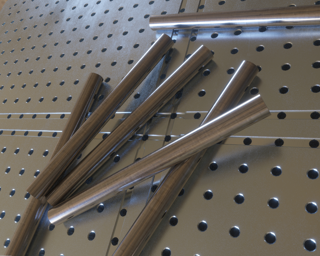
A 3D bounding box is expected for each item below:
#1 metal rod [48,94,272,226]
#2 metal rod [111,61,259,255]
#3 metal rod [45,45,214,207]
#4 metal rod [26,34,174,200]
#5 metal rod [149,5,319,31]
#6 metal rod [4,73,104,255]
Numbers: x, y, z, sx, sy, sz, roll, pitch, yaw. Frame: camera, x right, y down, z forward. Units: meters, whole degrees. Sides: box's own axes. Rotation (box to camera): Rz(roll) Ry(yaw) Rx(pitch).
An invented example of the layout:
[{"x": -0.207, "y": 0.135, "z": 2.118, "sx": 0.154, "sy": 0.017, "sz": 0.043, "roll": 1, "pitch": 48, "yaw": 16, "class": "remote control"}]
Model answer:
[{"x": -0.016, "y": 0.047, "z": 0.363, "sx": 0.300, "sy": 0.025, "sz": 0.025, "roll": -30, "pitch": 51, "yaw": 19, "class": "metal rod"}, {"x": 0.030, "y": 0.043, "z": 0.366, "sx": 0.025, "sy": 0.025, "sz": 0.300, "roll": 26, "pitch": 76, "yaw": 37, "class": "metal rod"}, {"x": -0.041, "y": -0.004, "z": 0.432, "sx": 0.300, "sy": 0.025, "sz": 0.025, "roll": -44, "pitch": 51, "yaw": -3, "class": "metal rod"}, {"x": -0.078, "y": -0.025, "z": 0.451, "sx": 0.025, "sy": 0.025, "sz": 0.300, "roll": 27, "pitch": 72, "yaw": 37, "class": "metal rod"}, {"x": 0.115, "y": -0.156, "z": 0.444, "sx": 0.300, "sy": 0.025, "sz": 0.025, "roll": 9, "pitch": 67, "yaw": 32, "class": "metal rod"}, {"x": -0.150, "y": 0.046, "z": 0.459, "sx": 0.025, "sy": 0.025, "sz": 0.300, "roll": 5, "pitch": 64, "yaw": 30, "class": "metal rod"}]
